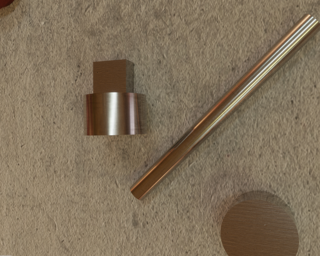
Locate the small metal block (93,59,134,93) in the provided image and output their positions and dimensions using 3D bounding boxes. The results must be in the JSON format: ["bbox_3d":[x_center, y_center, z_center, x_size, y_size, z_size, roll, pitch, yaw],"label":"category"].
[{"bbox_3d":[-0.064,-0.067,0.432,0.050,0.025,0.050,0,90,20],"label":"small metal block"}]

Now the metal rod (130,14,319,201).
[{"bbox_3d":[0.070,-0.016,0.383,0.299,0.025,0.025,-46,76,14],"label":"metal rod"}]

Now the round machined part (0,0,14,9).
[{"bbox_3d":[-0.266,-0.234,0.494,0.098,0.042,0.097,0,90,20],"label":"round machined part"}]

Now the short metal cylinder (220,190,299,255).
[{"bbox_3d":[0.114,0.116,0.355,0.080,0.050,0.079,0,90,20],"label":"short metal cylinder"}]

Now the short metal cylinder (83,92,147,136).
[{"bbox_3d":[-0.057,-0.016,0.400,0.080,0.080,0.050,-1,90,20],"label":"short metal cylinder"}]
